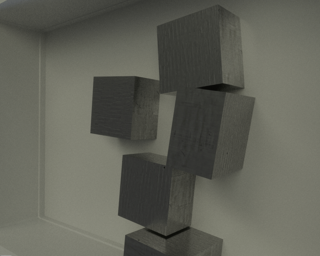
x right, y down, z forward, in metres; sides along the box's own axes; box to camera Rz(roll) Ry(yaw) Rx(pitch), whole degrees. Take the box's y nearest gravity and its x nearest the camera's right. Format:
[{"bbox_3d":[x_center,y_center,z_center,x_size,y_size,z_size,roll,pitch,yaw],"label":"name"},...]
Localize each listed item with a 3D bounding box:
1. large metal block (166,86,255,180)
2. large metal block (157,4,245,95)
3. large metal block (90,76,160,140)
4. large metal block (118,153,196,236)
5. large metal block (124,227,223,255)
[{"bbox_3d":[0.055,0.002,0.322,0.050,0.080,0.079,13,98,34],"label":"large metal block"},{"bbox_3d":[0.045,-0.081,0.352,0.080,0.050,0.080,-5,87,39],"label":"large metal block"},{"bbox_3d":[-0.049,-0.028,0.428,0.080,0.050,0.079,7,94,39],"label":"large metal block"},{"bbox_3d":[-0.004,0.078,0.392,0.080,0.050,0.079,8,95,39],"label":"large metal block"},{"bbox_3d":[0.015,0.150,0.357,0.080,0.081,0.050,9,96,39],"label":"large metal block"}]
